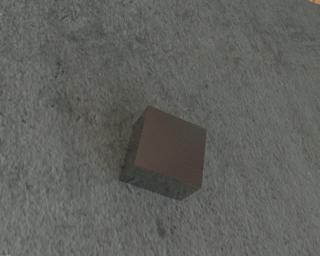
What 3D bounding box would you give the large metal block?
[{"bbox_3d":[0.006,0.031,0.371,0.080,0.050,0.080,22,54,-15],"label":"large metal block"}]
